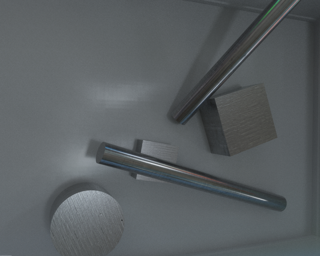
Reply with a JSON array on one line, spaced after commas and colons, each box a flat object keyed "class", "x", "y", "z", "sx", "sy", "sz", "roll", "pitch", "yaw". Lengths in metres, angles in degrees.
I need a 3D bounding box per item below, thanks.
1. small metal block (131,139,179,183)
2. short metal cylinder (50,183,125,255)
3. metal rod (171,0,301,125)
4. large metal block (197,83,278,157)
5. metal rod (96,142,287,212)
[{"class": "small metal block", "x": -0.007, "y": 0.044, "z": 0.409, "sx": 0.050, "sy": 0.025, "sz": 0.050, "roll": 11, "pitch": 86, "yaw": -20}, {"class": "short metal cylinder", "x": -0.087, "y": 0.109, "z": 0.366, "sx": 0.081, "sy": 0.050, "sz": 0.079, "roll": 0, "pitch": 90, "yaw": -21}, {"class": "metal rod", "x": 0.120, "y": -0.118, "z": 0.376, "sx": 0.025, "sy": 0.025, "sz": 0.299, "roll": 36, "pitch": 110, "yaw": -17}, {"class": "large metal block", "x": 0.109, "y": -0.013, "z": 0.439, "sx": 0.081, "sy": 0.050, "sz": 0.080, "roll": -19, "pitch": 97, "yaw": -19}, {"class": "metal rod", "x": 0.060, "y": 0.073, "z": 0.413, "sx": 0.302, "sy": 0.025, "sz": 0.025, "roll": 20, "pitch": 83, "yaw": -27}]
